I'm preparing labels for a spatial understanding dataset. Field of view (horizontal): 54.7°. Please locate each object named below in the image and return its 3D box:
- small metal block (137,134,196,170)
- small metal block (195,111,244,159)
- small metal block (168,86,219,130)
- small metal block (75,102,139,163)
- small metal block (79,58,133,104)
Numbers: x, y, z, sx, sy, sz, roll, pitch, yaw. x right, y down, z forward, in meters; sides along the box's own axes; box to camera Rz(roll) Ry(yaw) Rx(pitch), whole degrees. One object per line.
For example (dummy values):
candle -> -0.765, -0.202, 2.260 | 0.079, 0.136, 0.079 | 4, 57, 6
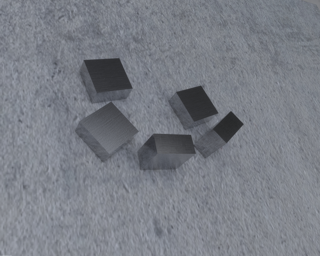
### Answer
small metal block -> 0.007, 0.030, 0.375 | 0.050, 0.050, 0.025 | 3, 61, -27
small metal block -> 0.080, 0.010, 0.427 | 0.025, 0.050, 0.050 | 47, 51, 4
small metal block -> 0.049, -0.030, 0.450 | 0.050, 0.025, 0.050 | -19, 72, -35
small metal block -> -0.063, 0.004, 0.369 | 0.050, 0.025, 0.050 | 47, 51, 4
small metal block -> -0.071, -0.063, 0.405 | 0.050, 0.025, 0.050 | -12, 68, -33
